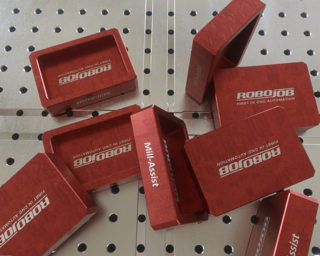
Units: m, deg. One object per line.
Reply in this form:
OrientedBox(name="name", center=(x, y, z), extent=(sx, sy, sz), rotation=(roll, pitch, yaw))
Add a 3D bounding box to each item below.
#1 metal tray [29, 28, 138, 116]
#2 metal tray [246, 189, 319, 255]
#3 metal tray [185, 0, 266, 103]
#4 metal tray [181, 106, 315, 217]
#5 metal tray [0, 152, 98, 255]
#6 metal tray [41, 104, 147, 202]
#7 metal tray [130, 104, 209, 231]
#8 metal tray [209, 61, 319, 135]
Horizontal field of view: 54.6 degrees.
OrientedBox(name="metal tray", center=(-0.107, -0.080, 0.437), extent=(0.131, 0.030, 0.090), rotation=(-19, 71, -7))
OrientedBox(name="metal tray", center=(0.119, 0.136, 0.327), extent=(0.030, 0.090, 0.130), rotation=(21, 71, 6))
OrientedBox(name="metal tray", center=(0.077, -0.095, 0.391), extent=(0.030, 0.130, 0.090), rotation=(41, 75, 14))
OrientedBox(name="metal tray", center=(0.101, 0.038, 0.366), extent=(0.131, 0.030, 0.090), rotation=(-20, 78, -7))
OrientedBox(name="metal tray", center=(-0.149, 0.102, 0.353), extent=(0.130, 0.030, 0.090), rotation=(-42, 77, 1))
OrientedBox(name="metal tray", center=(-0.074, 0.031, 0.397), extent=(0.131, 0.030, 0.090), rotation=(-18, 71, -7))
OrientedBox(name="metal tray", center=(0.012, 0.046, 0.358), extent=(0.030, 0.090, 0.130), rotation=(-21, 69, 23))
OrientedBox(name="metal tray", center=(0.137, -0.037, 0.417), extent=(0.131, 0.030, 0.090), rotation=(-6, 76, -4))
